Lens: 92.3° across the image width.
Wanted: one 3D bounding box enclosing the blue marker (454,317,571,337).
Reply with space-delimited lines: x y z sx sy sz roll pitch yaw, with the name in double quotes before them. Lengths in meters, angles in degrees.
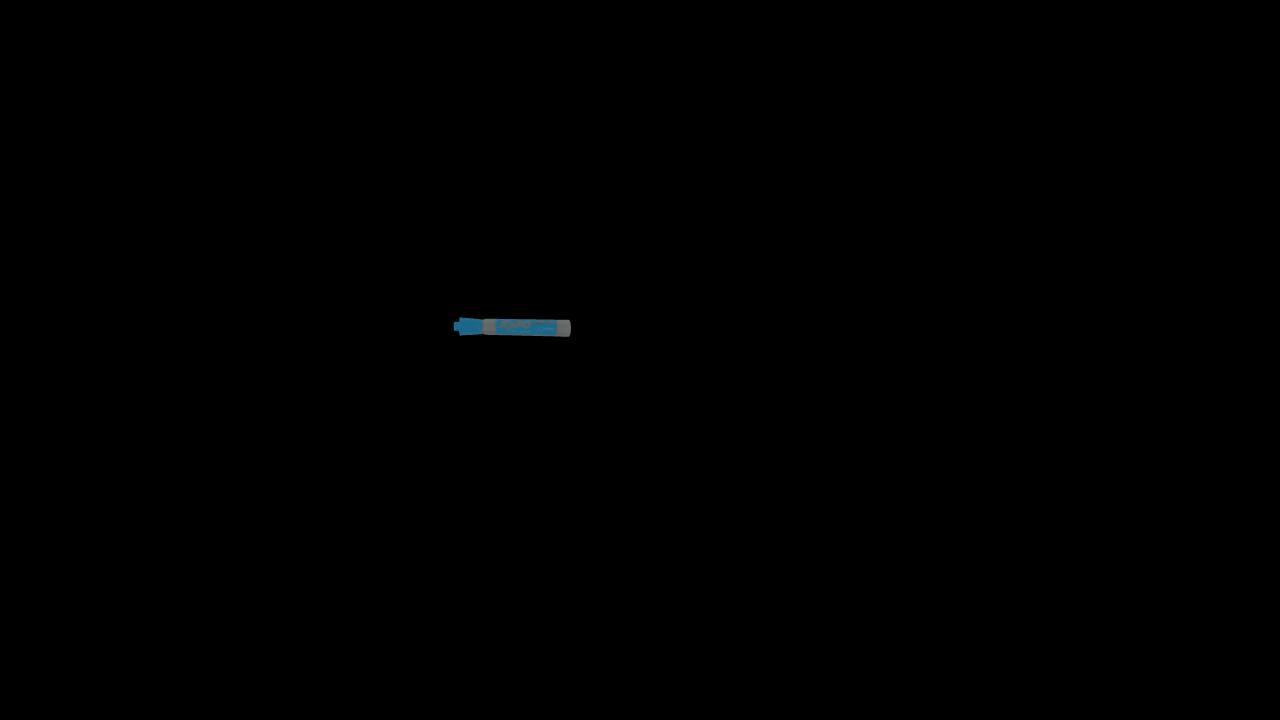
"blue marker" -0.134 -0.035 0.652 0.121 0.020 0.020 0 0 -19
